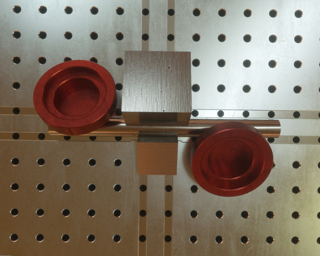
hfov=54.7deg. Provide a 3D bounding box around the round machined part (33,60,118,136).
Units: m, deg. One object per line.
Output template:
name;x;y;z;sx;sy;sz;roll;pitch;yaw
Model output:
round machined part;-0.103;-0.034;0.391;0.099;0.042;0.098;0;64;0

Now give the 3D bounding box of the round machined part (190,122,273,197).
round machined part;0.088;0.036;0.393;0.099;0.042;0.097;0;115;0

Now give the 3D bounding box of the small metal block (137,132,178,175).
small metal block;-0.003;0.034;0.403;0.050;0.025;0.050;1;119;0

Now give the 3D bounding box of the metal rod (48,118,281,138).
metal rod;0.006;0.000;0.414;0.302;0.025;0.025;1;90;0

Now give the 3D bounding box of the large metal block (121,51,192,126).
large metal block;-0.003;-0.049;0.389;0.081;0.050;0.080;1;72;0
